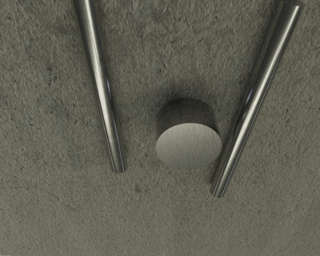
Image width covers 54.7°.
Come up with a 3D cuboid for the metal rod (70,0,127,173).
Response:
[{"bbox_3d":[-0.069,-0.056,0.358,0.025,0.025,0.298,-3,130,2],"label":"metal rod"}]

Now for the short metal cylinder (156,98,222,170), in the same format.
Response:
[{"bbox_3d":[0.035,0.009,0.398,0.081,0.050,0.079,0,130,0],"label":"short metal cylinder"}]

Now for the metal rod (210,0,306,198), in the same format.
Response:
[{"bbox_3d":[0.110,-0.011,0.398,0.025,0.025,0.298,5,130,-5],"label":"metal rod"}]
